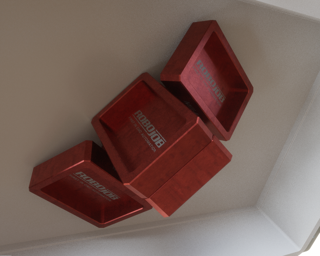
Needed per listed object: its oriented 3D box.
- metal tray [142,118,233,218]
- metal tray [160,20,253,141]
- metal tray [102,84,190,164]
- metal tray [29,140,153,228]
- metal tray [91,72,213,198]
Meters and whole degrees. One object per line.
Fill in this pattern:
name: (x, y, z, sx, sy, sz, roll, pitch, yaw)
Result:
metal tray: (0.017, 0.035, 0.355, 0.090, 0.130, 0.030, -42, 106, 0)
metal tray: (0.065, -0.054, 0.384, 0.130, 0.030, 0.090, 46, 66, -39)
metal tray: (0.000, 0.014, 0.413, 0.130, 0.030, 0.090, -43, 130, 1)
metal tray: (-0.080, 0.076, 0.385, 0.090, 0.030, 0.130, -27, 133, 19)
metal tray: (-0.016, 0.000, 0.329, 0.090, 0.130, 0.030, -42, 129, 1)
